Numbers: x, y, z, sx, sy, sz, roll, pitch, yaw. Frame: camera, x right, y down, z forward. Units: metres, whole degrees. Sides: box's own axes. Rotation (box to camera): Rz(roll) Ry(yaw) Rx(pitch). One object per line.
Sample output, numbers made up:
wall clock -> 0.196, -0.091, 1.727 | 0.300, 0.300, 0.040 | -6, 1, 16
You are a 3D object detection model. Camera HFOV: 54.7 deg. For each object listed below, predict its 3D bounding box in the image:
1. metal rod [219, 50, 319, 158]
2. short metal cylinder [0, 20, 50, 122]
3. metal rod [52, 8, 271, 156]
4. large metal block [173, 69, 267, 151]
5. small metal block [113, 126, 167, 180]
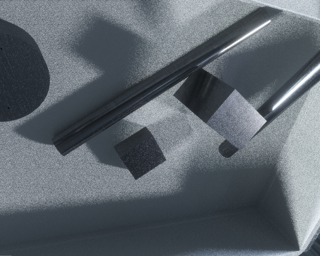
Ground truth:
metal rod -> 0.159, -0.042, 0.379 | 0.025, 0.025, 0.298 | -4, 150, -27
short metal cylinder -> -0.146, -0.052, 0.281 | 0.081, 0.050, 0.079 | -14, 125, -21
metal rod -> 0.007, -0.060, 0.376 | 0.301, 0.025, 0.025 | -33, 129, -7
large metal block -> 0.076, -0.026, 0.401 | 0.080, 0.080, 0.050 | 34, 99, -39
small metal block -> -0.026, 0.034, 0.417 | 0.050, 0.025, 0.050 | -33, 129, -7
